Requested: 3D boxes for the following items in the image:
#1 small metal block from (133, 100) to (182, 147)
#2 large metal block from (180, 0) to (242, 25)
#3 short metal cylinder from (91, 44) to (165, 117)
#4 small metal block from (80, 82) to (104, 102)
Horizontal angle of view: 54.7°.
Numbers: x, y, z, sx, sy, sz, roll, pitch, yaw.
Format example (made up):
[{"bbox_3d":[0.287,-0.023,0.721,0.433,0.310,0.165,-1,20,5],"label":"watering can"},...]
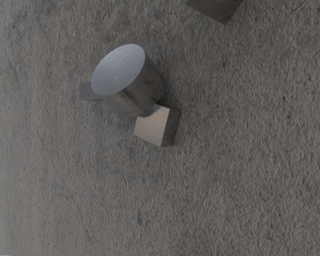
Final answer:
[{"bbox_3d":[-0.004,-0.007,0.408,0.050,0.025,0.050,22,104,37],"label":"small metal block"},{"bbox_3d":[0.040,-0.163,0.336,0.080,0.081,0.050,49,119,29],"label":"large metal block"},{"bbox_3d":[-0.041,-0.061,0.401,0.080,0.050,0.080,-17,53,23],"label":"short metal cylinder"},{"bbox_3d":[-0.082,-0.053,0.456,0.050,0.050,0.025,1,91,40],"label":"small metal block"}]
